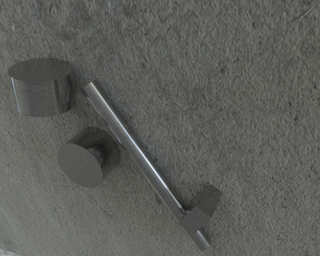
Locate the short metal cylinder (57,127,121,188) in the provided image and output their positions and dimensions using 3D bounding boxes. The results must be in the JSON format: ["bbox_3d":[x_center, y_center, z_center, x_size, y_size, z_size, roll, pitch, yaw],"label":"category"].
[{"bbox_3d":[-0.108,0.045,0.475,0.080,0.050,0.079,13,124,21],"label":"short metal cylinder"}]

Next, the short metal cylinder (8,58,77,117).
[{"bbox_3d":[-0.156,-0.056,0.419,0.080,0.080,0.050,17,125,18],"label":"short metal cylinder"}]

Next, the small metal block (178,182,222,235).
[{"bbox_3d":[0.056,0.111,0.430,0.025,0.050,0.050,35,129,5],"label":"small metal block"}]

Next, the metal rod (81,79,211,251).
[{"bbox_3d":[-0.014,0.061,0.452,0.025,0.025,0.299,-26,105,37],"label":"metal rod"}]
